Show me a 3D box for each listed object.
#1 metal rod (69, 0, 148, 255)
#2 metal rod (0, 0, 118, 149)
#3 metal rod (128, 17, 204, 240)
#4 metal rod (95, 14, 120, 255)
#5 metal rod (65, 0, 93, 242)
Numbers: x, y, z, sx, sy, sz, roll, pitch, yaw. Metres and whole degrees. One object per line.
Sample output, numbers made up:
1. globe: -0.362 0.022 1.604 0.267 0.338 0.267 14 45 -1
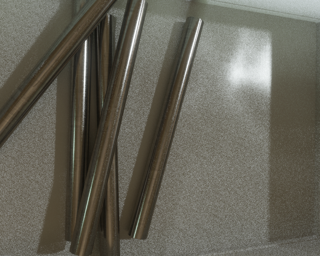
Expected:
1. metal rod: -0.058 -0.006 0.361 0.025 0.025 0.298 14 86 -20
2. metal rod: -0.132 -0.055 0.343 0.025 0.025 0.300 38 85 -16
3. metal rod: 0.010 -0.004 0.413 0.025 0.025 0.299 17 84 -19
4. metal rod: -0.066 0.012 0.386 0.025 0.025 0.298 -1 91 -20
5. metal rod: -0.097 -0.017 0.374 0.025 0.025 0.298 2 89 -20
